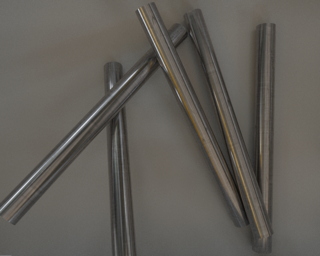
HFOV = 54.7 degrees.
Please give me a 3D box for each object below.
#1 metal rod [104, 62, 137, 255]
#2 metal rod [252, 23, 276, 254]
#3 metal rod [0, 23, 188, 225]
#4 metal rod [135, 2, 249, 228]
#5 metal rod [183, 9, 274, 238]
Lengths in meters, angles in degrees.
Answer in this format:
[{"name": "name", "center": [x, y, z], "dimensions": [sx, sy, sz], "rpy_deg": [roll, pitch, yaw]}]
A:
[{"name": "metal rod", "center": [-0.046, 0.054, 0.350], "dimensions": [0.025, 0.025, 0.299], "rpy_deg": [-7, 65, 0]}, {"name": "metal rod", "center": [0.138, 0.013, 0.412], "dimensions": [0.025, 0.025, 0.298], "rpy_deg": [1, 90, 0]}, {"name": "metal rod", "center": [-0.061, -0.021, 0.356], "dimensions": [0.025, 0.025, 0.301], "rpy_deg": [39, 68, 0]}, {"name": "metal rod", "center": [0.047, -0.008, 0.386], "dimensions": [0.025, 0.025, 0.299], "rpy_deg": [-26, 100, 0]}, {"name": "metal rod", "center": [0.086, -0.009, 0.399], "dimensions": [0.025, 0.025, 0.299], "rpy_deg": [-17, 85, 0]}]
